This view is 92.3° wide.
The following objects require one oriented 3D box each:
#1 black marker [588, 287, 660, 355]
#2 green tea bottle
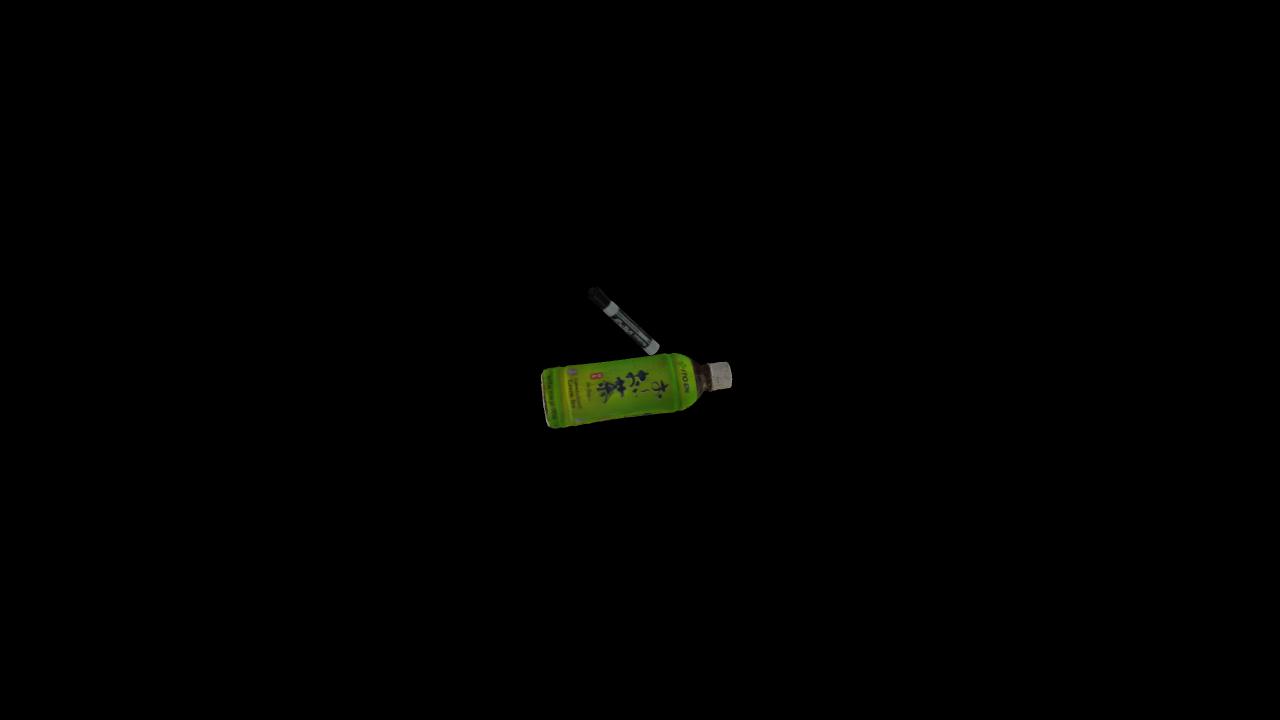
[{"bbox_3d":[-0.021,-0.049,0.765,0.121,0.020,0.020,42,-24,-29],"label":"black marker"},{"bbox_3d":[-0.003,0.029,0.693,0.212,0.073,0.073,-9,1,-4],"label":"green tea bottle"}]
